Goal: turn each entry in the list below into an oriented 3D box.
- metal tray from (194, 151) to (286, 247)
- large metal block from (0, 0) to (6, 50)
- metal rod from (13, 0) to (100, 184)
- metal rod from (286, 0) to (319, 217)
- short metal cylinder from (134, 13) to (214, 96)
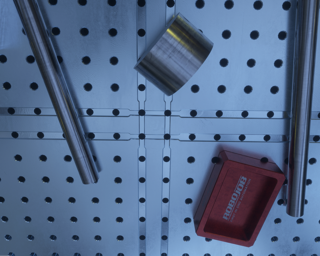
[{"bbox_3d":[0.112,0.106,0.451,0.091,0.030,0.129,15,109,-6],"label":"metal tray"},{"bbox_3d":[-0.227,-0.135,0.347,0.081,0.050,0.079,14,109,-6],"label":"large metal block"},{"bbox_3d":[-0.133,-0.063,0.388,0.025,0.025,0.298,-13,110,4],"label":"metal rod"},{"bbox_3d":[0.187,-0.013,0.411,0.025,0.025,0.298,-5,110,1],"label":"metal rod"},{"bbox_3d":[0.015,-0.083,0.354,0.050,0.080,0.080,39,105,-13],"label":"short metal cylinder"}]
